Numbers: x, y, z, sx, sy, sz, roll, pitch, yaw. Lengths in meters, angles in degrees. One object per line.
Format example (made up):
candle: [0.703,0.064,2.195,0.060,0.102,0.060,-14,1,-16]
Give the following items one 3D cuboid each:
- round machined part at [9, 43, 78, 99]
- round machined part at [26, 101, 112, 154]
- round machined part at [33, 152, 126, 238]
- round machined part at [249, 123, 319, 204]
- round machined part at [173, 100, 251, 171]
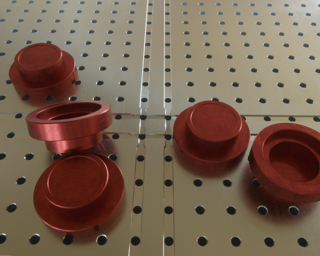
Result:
round machined part: [-0.180,-0.093,0.473,0.099,0.042,0.098,0,50,0]
round machined part: [-0.107,-0.001,0.378,0.099,0.042,0.098,-4,19,2]
round machined part: [-0.089,0.065,0.340,0.099,0.042,0.098,0,50,0]
round machined part: [0.154,0.044,0.362,0.099,0.042,0.098,0,50,0]
round machined part: [0.066,0.003,0.395,0.099,0.042,0.098,0,50,0]
